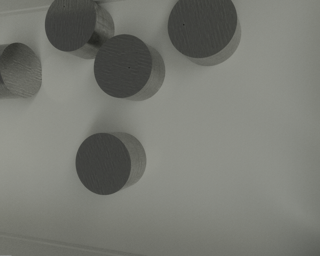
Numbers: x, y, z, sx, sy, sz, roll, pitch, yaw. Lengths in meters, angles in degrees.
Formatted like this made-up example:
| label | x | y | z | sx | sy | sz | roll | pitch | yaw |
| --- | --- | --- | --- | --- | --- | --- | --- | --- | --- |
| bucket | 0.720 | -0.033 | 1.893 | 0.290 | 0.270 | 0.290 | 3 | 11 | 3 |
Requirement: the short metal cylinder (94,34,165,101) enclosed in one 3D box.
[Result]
| label | x | y | z | sx | sy | sz | roll | pitch | yaw |
| --- | --- | --- | --- | --- | --- | --- | --- | --- | --- |
| short metal cylinder | -0.039 | -0.077 | 0.410 | 0.080 | 0.050 | 0.079 | 0 | 90 | 19 |

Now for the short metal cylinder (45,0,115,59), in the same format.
| label | x | y | z | sx | sy | sz | roll | pitch | yaw |
| --- | --- | --- | --- | --- | --- | --- | --- | --- | --- |
| short metal cylinder | -0.112 | -0.142 | 0.435 | 0.080 | 0.050 | 0.079 | 0 | 90 | 19 |

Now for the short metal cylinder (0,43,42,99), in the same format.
| label | x | y | z | sx | sy | sz | roll | pitch | yaw |
| --- | --- | --- | --- | --- | --- | --- | --- | --- | --- |
| short metal cylinder | -0.223 | -0.083 | 0.458 | 0.050 | 0.080 | 0.079 | -1 | 90 | 20 |

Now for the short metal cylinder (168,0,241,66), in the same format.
| label | x | y | z | sx | sy | sz | roll | pitch | yaw |
| --- | --- | --- | --- | --- | --- | --- | --- | --- | --- |
| short metal cylinder | 0.056 | -0.120 | 0.377 | 0.080 | 0.050 | 0.079 | 0 | 90 | 19 |

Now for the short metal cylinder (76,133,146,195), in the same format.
| label | x | y | z | sx | sy | sz | roll | pitch | yaw |
| --- | --- | --- | --- | --- | --- | --- | --- | --- | --- |
| short metal cylinder | -0.065 | 0.046 | 0.419 | 0.080 | 0.050 | 0.079 | 0 | 90 | 19 |
